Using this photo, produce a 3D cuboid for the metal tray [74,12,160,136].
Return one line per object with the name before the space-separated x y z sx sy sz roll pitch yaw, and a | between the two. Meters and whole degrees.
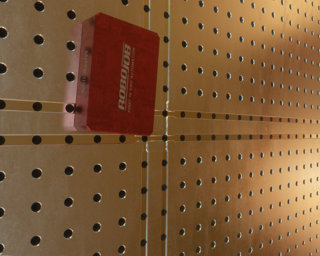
metal tray | -0.048 -0.058 0.367 0.091 0.030 0.129 7 86 -40
